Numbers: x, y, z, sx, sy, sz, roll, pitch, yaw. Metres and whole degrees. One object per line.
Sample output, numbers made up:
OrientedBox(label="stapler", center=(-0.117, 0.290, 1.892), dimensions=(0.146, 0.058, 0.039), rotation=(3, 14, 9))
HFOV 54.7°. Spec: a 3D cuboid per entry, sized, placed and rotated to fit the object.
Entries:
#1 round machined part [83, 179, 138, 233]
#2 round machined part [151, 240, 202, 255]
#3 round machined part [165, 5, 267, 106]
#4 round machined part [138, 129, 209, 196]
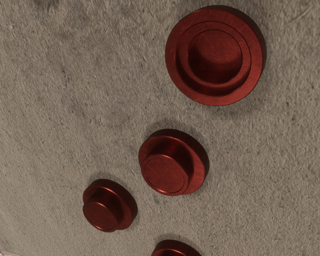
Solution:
OrientedBox(label="round machined part", center=(-0.091, 0.138, 0.527), dimensions=(0.098, 0.042, 0.097), rotation=(13, 124, 20))
OrientedBox(label="round machined part", center=(0.028, 0.243, 0.530), dimensions=(0.098, 0.042, 0.097), rotation=(13, 124, 20))
OrientedBox(label="round machined part", center=(0.058, -0.075, 0.318), dimensions=(0.098, 0.042, 0.097), rotation=(13, 124, 20))
OrientedBox(label="round machined part", center=(0.014, 0.053, 0.420), dimensions=(0.098, 0.042, 0.097), rotation=(13, 124, 20))
